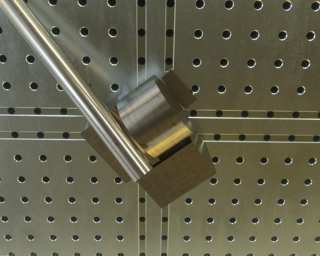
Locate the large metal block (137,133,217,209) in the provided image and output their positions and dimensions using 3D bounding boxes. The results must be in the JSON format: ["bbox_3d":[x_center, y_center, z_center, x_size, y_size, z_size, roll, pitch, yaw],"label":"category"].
[{"bbox_3d":[0.019,0.043,0.398,0.080,0.080,0.050,-36,107,12],"label":"large metal block"}]

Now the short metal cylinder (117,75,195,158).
[{"bbox_3d":[-0.004,-0.013,0.352,0.050,0.080,0.080,-35,107,12],"label":"short metal cylinder"}]

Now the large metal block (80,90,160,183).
[{"bbox_3d":[-0.045,0.008,0.387,0.050,0.080,0.080,-36,107,12],"label":"large metal block"}]

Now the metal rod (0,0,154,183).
[{"bbox_3d":[-0.109,-0.069,0.331,0.025,0.025,0.300,-40,85,13],"label":"metal rod"}]

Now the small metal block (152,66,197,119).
[{"bbox_3d":[0.011,-0.042,0.399,0.050,0.025,0.050,-40,106,13],"label":"small metal block"}]
